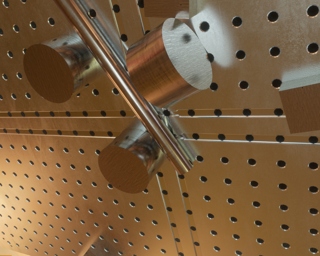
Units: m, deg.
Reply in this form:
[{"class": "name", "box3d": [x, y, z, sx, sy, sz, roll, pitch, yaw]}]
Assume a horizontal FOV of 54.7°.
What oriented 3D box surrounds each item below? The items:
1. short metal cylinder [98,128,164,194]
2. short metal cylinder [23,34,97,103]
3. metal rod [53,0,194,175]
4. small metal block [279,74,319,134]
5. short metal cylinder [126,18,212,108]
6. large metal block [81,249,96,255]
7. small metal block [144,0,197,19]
[{"class": "short metal cylinder", "box3d": [-0.041, 0.047, 0.446, 0.080, 0.050, 0.079, 13, 124, 21]}, {"class": "short metal cylinder", "box3d": [-0.133, -0.080, 0.416, 0.080, 0.050, 0.079, 13, 124, 21]}, {"class": "metal rod", "box3d": [-0.049, -0.063, 0.397, 0.025, 0.025, 0.299, -27, 104, 37]}, {"class": "small metal block", "box3d": [0.154, -0.025, 0.314, 0.050, 0.025, 0.050, -11, 113, 32]}, {"class": "short metal cylinder", "box3d": [0.011, -0.067, 0.328, 0.050, 0.080, 0.080, -25, 105, 37]}, {"class": "large metal block", "box3d": [-0.158, 0.324, 0.679, 0.080, 0.050, 0.080, 42, 129, -1]}, {"class": "small metal block", "box3d": [0.011, -0.141, 0.318, 0.050, 0.025, 0.050, 11, 123, 22]}]
